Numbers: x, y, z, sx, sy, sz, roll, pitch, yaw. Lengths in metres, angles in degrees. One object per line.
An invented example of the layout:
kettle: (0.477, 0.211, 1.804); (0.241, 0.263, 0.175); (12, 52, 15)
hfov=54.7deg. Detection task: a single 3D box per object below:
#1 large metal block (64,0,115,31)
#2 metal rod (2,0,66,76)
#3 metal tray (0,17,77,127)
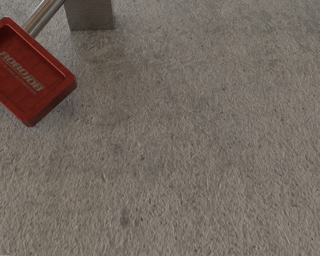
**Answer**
large metal block: (-0.126, -0.223, 0.554); (0.081, 0.080, 0.050); (-4, 50, -3)
metal rod: (-0.196, -0.144, 0.462); (0.025, 0.025, 0.300); (25, 72, 19)
metal tray: (-0.190, -0.076, 0.416); (0.130, 0.030, 0.090); (42, 73, 3)
